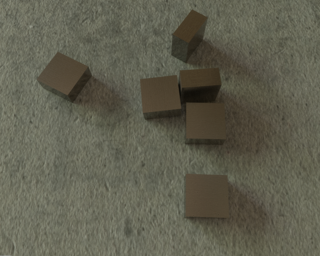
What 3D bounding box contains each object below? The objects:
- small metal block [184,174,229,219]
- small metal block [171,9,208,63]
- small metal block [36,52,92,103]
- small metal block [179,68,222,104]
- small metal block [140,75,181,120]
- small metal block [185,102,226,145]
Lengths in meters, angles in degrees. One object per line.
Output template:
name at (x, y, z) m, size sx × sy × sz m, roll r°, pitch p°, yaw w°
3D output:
small metal block at (0.056, 0.084, 0.378) m, size 0.050 × 0.025 × 0.050 m, roll 2°, pitch 70°, yaw 0°
small metal block at (0.041, -0.130, 0.443) m, size 0.025 × 0.050 × 0.050 m, roll 32°, pitch 73°, yaw 10°
small metal block at (-0.132, -0.071, 0.432) m, size 0.050 × 0.025 × 0.050 m, roll 27°, pitch 72°, yaw 9°
small metal block at (0.051, -0.056, 0.416) m, size 0.050 × 0.050 × 0.025 m, roll -5°, pitch 70°, yaw -3°
small metal block at (0.001, -0.042, 0.422) m, size 0.050 × 0.025 × 0.050 m, roll -6°, pitch 70°, yaw 1°
small metal block at (0.059, -0.006, 0.411) m, size 0.050 × 0.025 × 0.050 m, roll 1°, pitch 70°, yaw 0°
